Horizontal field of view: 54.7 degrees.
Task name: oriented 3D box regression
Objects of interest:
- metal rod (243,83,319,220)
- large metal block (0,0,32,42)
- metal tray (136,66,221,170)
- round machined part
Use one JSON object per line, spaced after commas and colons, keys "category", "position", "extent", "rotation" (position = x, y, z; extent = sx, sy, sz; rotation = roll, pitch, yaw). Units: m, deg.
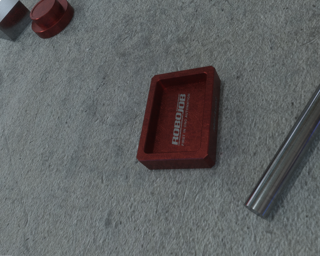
{"category": "metal rod", "position": [0.180, -0.037, 0.332], "extent": [0.025, 0.025, 0.300], "rotation": [28, 77, 37]}
{"category": "large metal block", "position": [-0.359, -0.257, 0.734], "extent": [0.080, 0.050, 0.080], "rotation": [21, 73, 36]}
{"category": "metal tray", "position": [0.026, -0.014, 0.395], "extent": [0.090, 0.030, 0.130], "rotation": [-5, 59, 25]}
{"category": "round machined part", "position": [-0.239, -0.245, 0.669], "extent": [0.098, 0.042, 0.098], "rotation": [-13, 56, 21]}
